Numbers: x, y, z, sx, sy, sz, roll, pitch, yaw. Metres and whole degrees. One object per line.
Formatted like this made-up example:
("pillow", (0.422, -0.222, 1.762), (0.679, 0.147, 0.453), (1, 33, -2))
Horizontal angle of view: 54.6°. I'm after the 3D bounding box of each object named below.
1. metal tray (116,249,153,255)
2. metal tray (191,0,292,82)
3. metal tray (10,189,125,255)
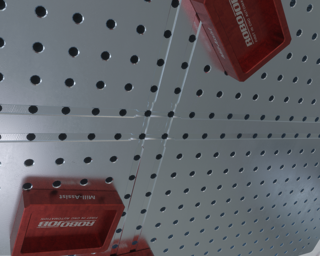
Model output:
("metal tray", (-0.076, 0.259, 0.526), (0.131, 0.030, 0.089), (-1, 119, -28))
("metal tray", (0.105, -0.132, 0.382), (0.090, 0.030, 0.130), (-40, 129, -1))
("metal tray", (-0.123, 0.129, 0.419), (0.131, 0.030, 0.089), (9, 114, -32))
